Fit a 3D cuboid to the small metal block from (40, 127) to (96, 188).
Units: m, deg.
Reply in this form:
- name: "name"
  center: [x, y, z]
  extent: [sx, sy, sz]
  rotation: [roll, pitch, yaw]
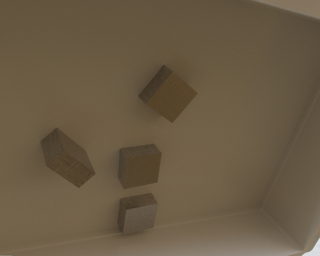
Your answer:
- name: "small metal block"
  center: [-0.106, 0.034, 0.356]
  extent: [0.025, 0.050, 0.050]
  rotation: [-41, 129, 0]

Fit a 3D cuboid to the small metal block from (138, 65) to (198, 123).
- name: "small metal block"
  center: [0.010, -0.042, 0.388]
  extent: [0.050, 0.025, 0.050]
  rotation: [34, 99, -39]

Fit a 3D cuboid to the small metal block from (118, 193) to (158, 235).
- name: "small metal block"
  center: [-0.034, 0.130, 0.470]
  extent: [0.050, 0.025, 0.050]
  rotation: [-5, 121, -26]

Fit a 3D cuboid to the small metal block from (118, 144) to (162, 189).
- name: "small metal block"
  center: [-0.028, 0.052, 0.425]
  extent: [0.050, 0.025, 0.050]
  rotation: [-7, 122, -25]
